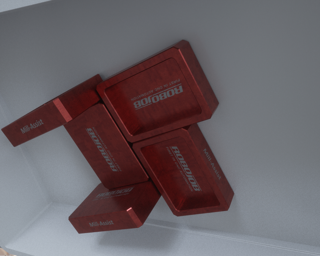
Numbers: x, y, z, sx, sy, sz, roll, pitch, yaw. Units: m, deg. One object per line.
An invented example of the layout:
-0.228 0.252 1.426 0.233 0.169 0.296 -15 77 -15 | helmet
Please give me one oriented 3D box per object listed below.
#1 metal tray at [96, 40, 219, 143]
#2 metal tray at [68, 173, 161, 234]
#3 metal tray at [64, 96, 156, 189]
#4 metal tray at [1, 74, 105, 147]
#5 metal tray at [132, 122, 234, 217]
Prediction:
-0.006 -0.039 0.381 0.130 0.030 0.090 -18 109 34 | metal tray
-0.063 0.111 0.463 0.130 0.090 0.030 -18 109 35 | metal tray
-0.074 0.024 0.454 0.090 0.030 0.130 -19 109 35 | metal tray
-0.141 -0.023 0.420 0.130 0.090 0.030 -19 108 35 | metal tray
0.032 0.058 0.421 0.090 0.030 0.130 -19 109 35 | metal tray
